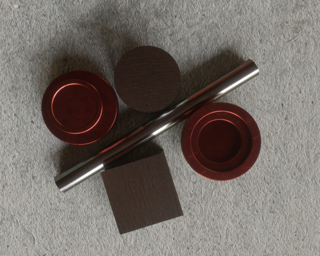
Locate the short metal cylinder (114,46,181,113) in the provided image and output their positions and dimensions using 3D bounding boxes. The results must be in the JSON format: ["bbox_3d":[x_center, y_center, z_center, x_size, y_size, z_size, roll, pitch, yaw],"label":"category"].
[{"bbox_3d":[-0.015,-0.060,0.398,0.081,0.050,0.079,0,90,0],"label":"short metal cylinder"}]

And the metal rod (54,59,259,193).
[{"bbox_3d":[-0.004,-0.003,0.412,0.301,0.025,0.025,-31,90,0],"label":"metal rod"}]

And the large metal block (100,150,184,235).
[{"bbox_3d":[-0.022,0.079,0.399,0.080,0.050,0.080,-17,90,0],"label":"large metal block"}]

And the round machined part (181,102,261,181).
[{"bbox_3d":[0.076,0.017,0.403,0.099,0.042,0.097,0,90,0],"label":"round machined part"}]

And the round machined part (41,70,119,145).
[{"bbox_3d":[-0.105,-0.027,0.401,0.099,0.042,0.097,0,90,0],"label":"round machined part"}]
